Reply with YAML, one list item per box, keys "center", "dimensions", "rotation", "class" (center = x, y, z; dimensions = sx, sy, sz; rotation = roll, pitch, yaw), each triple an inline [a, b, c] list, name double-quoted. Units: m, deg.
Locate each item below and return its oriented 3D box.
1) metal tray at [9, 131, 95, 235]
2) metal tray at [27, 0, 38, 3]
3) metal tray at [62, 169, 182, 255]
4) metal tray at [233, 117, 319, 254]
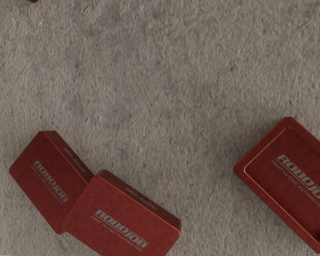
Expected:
- center: [-0.154, 0.078, 0.459]
  dimensions: [0.130, 0.030, 0.090]
  rotation: [46, 104, 14]
  class: "metal tray"
- center: [-0.167, -0.261, 0.463]
  dimensions: [0.130, 0.030, 0.090]
  rotation: [-23, 83, 18]
  class: "metal tray"
- center: [-0.049, 0.127, 0.405]
  dimensions: [0.130, 0.030, 0.090]
  rotation: [34, 101, 1]
  class: "metal tray"
- center: [0.161, 0.061, 0.349]
  dimensions: [0.130, 0.030, 0.090]
  rotation: [45, 104, 14]
  class: "metal tray"
